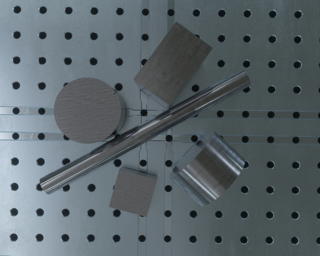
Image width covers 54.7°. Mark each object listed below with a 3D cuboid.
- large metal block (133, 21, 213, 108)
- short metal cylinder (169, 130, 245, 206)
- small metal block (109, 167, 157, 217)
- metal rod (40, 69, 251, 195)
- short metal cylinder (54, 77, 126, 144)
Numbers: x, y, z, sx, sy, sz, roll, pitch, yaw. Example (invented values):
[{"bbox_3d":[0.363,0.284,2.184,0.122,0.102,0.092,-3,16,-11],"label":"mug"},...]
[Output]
[{"bbox_3d":[0.015,-0.072,0.383,0.050,0.080,0.080,36,90,0],"label":"large metal block"},{"bbox_3d":[0.057,0.049,0.383,0.050,0.080,0.080,44,90,-1],"label":"short metal cylinder"},{"bbox_3d":[-0.035,0.084,0.410,0.050,0.025,0.050,15,90,0],"label":"small metal block"},{"bbox_3d":[-0.019,0.005,0.410,0.301,0.025,0.025,-28,90,0],"label":"metal rod"},{"bbox_3d":[-0.087,-0.021,0.396,0.081,0.050,0.079,0,90,0],"label":"short metal cylinder"}]
